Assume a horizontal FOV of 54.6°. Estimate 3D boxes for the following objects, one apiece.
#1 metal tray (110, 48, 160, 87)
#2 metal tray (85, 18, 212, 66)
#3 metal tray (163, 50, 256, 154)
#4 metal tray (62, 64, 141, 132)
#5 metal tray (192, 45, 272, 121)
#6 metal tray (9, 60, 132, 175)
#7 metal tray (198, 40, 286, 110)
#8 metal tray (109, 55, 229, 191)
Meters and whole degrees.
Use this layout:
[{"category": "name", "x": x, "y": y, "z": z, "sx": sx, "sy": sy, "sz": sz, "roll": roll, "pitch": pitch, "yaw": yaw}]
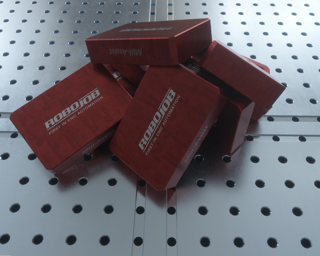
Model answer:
[{"category": "metal tray", "x": -0.005, "y": -0.109, "z": 0.472, "sx": 0.131, "sy": 0.030, "sz": 0.090, "roll": -26, "pitch": 56, "yaw": -38}, {"category": "metal tray", "x": -0.014, "y": -0.106, "z": 0.379, "sx": 0.130, "sy": 0.030, "sz": 0.090, "roll": 10, "pitch": 33, "yaw": 34}, {"category": "metal tray", "x": 0.051, "y": -0.034, "z": 0.396, "sx": 0.130, "sy": 0.090, "sz": 0.030, "roll": 37, "pitch": 60, "yaw": 27}, {"category": "metal tray", "x": -0.081, "y": -0.048, "z": 0.443, "sx": 0.090, "sy": 0.030, "sz": 0.131, "roll": 32, "pitch": 57, "yaw": 24}, {"category": "metal tray", "x": 0.091, "y": -0.072, "z": 0.437, "sx": 0.131, "sy": 0.030, "sz": 0.090, "roll": 21, "pitch": 50, "yaw": -9}, {"category": "metal tray", "x": -0.104, "y": -0.016, "z": 0.388, "sx": 0.130, "sy": 0.030, "sz": 0.090, "roll": -38, "pitch": 75, "yaw": -14}, {"category": "metal tray", "x": 0.098, "y": -0.071, "z": 0.383, "sx": 0.090, "sy": 0.030, "sz": 0.130, "roll": 34, "pitch": 20, "yaw": 1}, {"category": "metal tray", "x": 0.006, "y": -0.006, "z": 0.353, "sx": 0.090, "sy": 0.129, "sz": 0.030, "roll": 36, "pitch": 17, "yaw": 25}]
